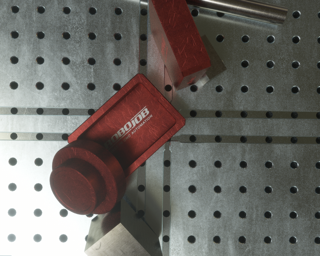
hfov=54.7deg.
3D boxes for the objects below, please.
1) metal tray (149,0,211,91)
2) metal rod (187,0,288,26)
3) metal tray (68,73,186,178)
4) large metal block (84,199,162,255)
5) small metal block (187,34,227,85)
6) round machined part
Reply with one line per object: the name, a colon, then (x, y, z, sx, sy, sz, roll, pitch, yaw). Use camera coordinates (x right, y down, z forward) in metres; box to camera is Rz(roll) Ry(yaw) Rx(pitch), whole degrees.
metal tray: (0.019, -0.097, 0.361, 0.030, 0.130, 0.090, -23, 90, 0)
metal rod: (0.018, -0.182, 0.413, 0.302, 0.025, 0.025, 12, 90, -1)
metal tray: (-0.043, 0.003, 0.410, 0.130, 0.030, 0.090, -43, 90, -1)
large metal block: (-0.042, 0.142, 0.379, 0.050, 0.080, 0.080, -39, 101, 0)
small metal block: (0.058, -0.086, 0.402, 0.025, 0.050, 0.050, -33, 90, 0)
round machined part: (-0.095, 0.067, 0.380, 0.098, 0.042, 0.097, 11, 118, 22)
